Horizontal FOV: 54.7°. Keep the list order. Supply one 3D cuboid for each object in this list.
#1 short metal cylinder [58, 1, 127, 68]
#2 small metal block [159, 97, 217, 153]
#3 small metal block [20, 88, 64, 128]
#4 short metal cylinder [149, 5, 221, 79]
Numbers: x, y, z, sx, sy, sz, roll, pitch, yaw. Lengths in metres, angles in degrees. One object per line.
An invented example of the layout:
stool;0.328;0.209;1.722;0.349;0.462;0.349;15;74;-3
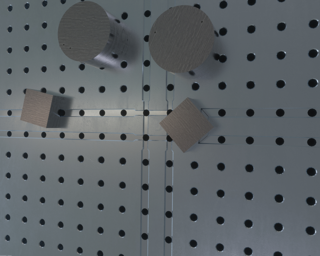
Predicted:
short metal cylinder;-0.093;-0.128;0.432;0.080;0.050;0.079;0;90;20
small metal block;0.036;-0.004;0.400;0.050;0.025;0.050;-43;77;15
small metal block;-0.182;-0.030;0.477;0.050;0.025;0.050;15;95;19
short metal cylinder;0.032;-0.105;0.388;0.080;0.050;0.079;0;90;20
